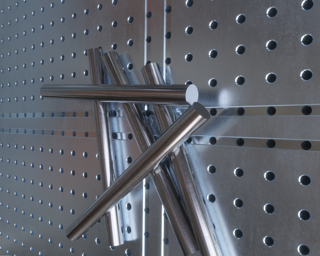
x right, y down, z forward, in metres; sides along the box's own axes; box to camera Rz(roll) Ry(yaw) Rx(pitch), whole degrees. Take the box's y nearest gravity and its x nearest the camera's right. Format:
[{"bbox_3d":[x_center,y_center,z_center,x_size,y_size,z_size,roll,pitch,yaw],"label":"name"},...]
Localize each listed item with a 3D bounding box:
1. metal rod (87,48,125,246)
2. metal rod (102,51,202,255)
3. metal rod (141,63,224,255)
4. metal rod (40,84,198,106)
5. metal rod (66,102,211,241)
[{"bbox_3d":[-0.084,0.025,0.475,0.025,0.025,0.298,-12,82,39],"label":"metal rod"},{"bbox_3d":[-0.018,0.021,0.421,0.025,0.025,0.299,-37,68,33],"label":"metal rod"},{"bbox_3d":[0.031,0.056,0.382,0.025,0.025,0.299,-28,72,36],"label":"metal rod"},{"bbox_3d":[-0.080,-0.050,0.440,0.300,0.025,0.025,7,94,39],"label":"metal rod"},{"bbox_3d":[-0.045,0.073,0.411,0.299,0.025,0.025,-45,63,30],"label":"metal rod"}]
